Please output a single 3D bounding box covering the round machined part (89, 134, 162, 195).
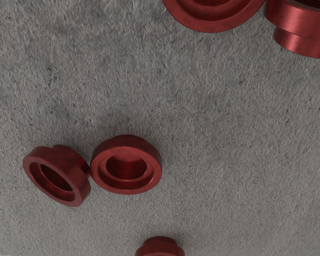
[{"bbox_3d":[-0.046,0.047,0.436,0.099,0.042,0.097,0,130,0],"label":"round machined part"}]

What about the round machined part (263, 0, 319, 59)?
[{"bbox_3d":[0.142,-0.096,0.279,0.099,0.098,0.042,3,130,-3],"label":"round machined part"}]

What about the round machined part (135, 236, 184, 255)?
[{"bbox_3d":[0.000,0.249,0.608,0.099,0.042,0.097,0,130,0],"label":"round machined part"}]

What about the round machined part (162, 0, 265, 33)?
[{"bbox_3d":[0.048,-0.140,0.276,0.099,0.042,0.097,1,130,1],"label":"round machined part"}]

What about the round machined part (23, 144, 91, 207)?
[{"bbox_3d":[-0.136,0.061,0.430,0.098,0.042,0.097,19,136,19],"label":"round machined part"}]
